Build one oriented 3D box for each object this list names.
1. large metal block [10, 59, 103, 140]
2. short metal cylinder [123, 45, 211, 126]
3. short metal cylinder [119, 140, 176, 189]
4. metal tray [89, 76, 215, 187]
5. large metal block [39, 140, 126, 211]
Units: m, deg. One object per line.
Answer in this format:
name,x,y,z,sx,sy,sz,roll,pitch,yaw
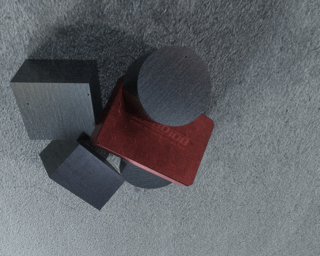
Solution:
large metal block,-0.114,-0.032,0.361,0.081,0.050,0.079,1,130,-1
short metal cylinder,0.006,-0.043,0.330,0.081,0.050,0.079,-2,95,-23
short metal cylinder,-0.013,0.039,0.426,0.081,0.050,0.079,0,130,0
metal tray,-0.005,0.004,0.371,0.131,0.090,0.030,29,164,-22
large metal block,-0.103,0.051,0.406,0.050,0.080,0.080,-50,122,-7
